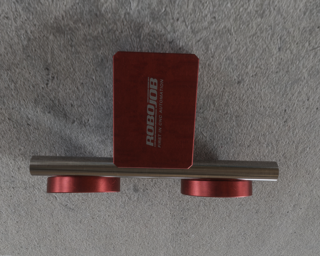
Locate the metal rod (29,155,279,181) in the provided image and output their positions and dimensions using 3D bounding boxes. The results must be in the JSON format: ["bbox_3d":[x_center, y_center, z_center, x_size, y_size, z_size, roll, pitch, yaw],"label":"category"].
[{"bbox_3d":[-0.005,0.050,0.387,0.302,0.025,0.025,2,130,-2],"label":"metal rod"}]

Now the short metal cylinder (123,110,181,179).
[{"bbox_3d":[-0.009,0.022,0.412,0.081,0.050,0.079,0,130,0],"label":"short metal cylinder"}]

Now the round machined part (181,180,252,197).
[{"bbox_3d":[0.079,0.072,0.437,0.099,0.042,0.098,0,173,0],"label":"round machined part"}]

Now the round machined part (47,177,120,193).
[{"bbox_3d":[-0.105,0.069,0.434,0.099,0.042,0.098,-1,169,0],"label":"round machined part"}]

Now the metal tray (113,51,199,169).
[{"bbox_3d":[-0.006,-0.020,0.353,0.091,0.030,0.129,1,104,-2],"label":"metal tray"}]
